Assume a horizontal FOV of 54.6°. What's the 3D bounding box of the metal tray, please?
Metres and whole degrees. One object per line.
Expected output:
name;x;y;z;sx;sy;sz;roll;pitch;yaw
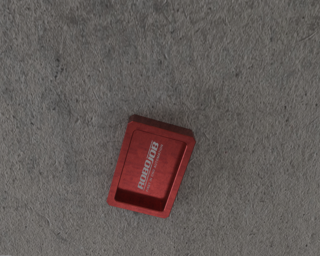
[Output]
metal tray;-0.014;0.055;0.426;0.090;0.030;0.129;15;109;-6
